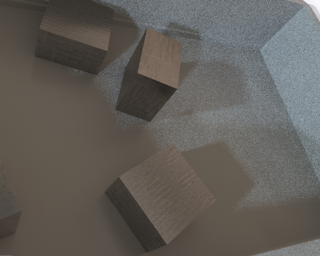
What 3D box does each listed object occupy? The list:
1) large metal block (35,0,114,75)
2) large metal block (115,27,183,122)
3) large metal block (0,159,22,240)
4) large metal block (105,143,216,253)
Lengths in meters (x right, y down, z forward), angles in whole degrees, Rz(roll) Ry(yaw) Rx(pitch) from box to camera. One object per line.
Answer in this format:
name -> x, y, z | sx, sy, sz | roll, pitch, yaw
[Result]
large metal block -> -0.111, -0.126, 0.408 | 0.081, 0.050, 0.080 | 15, 56, -20
large metal block -> -0.015, -0.067, 0.405 | 0.050, 0.080, 0.080 | 20, 54, -17
large metal block -> -0.157, 0.053, 0.254 | 0.050, 0.080, 0.080 | -20, 73, -36
large metal block -> 0.000, 0.076, 0.345 | 0.081, 0.050, 0.080 | -30, 79, -38
